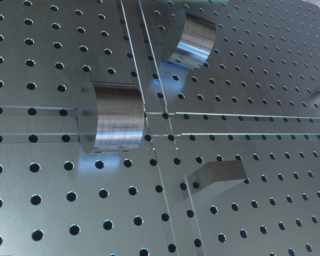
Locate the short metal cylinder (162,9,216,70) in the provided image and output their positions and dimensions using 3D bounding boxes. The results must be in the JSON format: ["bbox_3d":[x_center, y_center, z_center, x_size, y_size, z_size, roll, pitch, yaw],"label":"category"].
[{"bbox_3d":[0.043,-0.135,0.478,0.050,0.080,0.080,15,56,-20],"label":"short metal cylinder"}]

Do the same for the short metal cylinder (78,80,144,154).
[{"bbox_3d":[-0.058,-0.012,0.349,0.050,0.080,0.080,0,62,-28],"label":"short metal cylinder"}]

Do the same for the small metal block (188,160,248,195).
[{"bbox_3d":[0.072,0.063,0.392,0.050,0.050,0.025,0,62,-28],"label":"small metal block"}]
